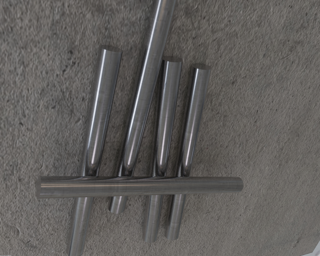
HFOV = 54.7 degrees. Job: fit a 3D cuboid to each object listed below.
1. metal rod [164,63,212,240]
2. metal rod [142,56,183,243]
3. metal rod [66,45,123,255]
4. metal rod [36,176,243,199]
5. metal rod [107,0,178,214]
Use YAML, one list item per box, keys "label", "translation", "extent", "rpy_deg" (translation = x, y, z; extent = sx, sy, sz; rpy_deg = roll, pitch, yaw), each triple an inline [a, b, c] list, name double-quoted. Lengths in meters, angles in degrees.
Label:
- label: "metal rod"
  translation: [0.036, 0.053, 0.458]
  extent: [0.025, 0.025, 0.298]
  rpy_deg: [-7, 122, -25]
- label: "metal rod"
  translation: [-0.001, 0.048, 0.435]
  extent: [0.025, 0.025, 0.298]
  rpy_deg: [-8, 122, -25]
- label: "metal rod"
  translation: [-0.087, 0.047, 0.387]
  extent: [0.025, 0.025, 0.298]
  rpy_deg: [1, 118, -29]
- label: "metal rod"
  translation: [-0.004, 0.078, 0.418]
  extent: [0.302, 0.025, 0.025]
  rpy_deg: [6, 116, -31]
- label: "metal rod"
  translation: [-0.027, -0.017, 0.381]
  extent: [0.025, 0.025, 0.298]
  rpy_deg: [1, 118, -29]
